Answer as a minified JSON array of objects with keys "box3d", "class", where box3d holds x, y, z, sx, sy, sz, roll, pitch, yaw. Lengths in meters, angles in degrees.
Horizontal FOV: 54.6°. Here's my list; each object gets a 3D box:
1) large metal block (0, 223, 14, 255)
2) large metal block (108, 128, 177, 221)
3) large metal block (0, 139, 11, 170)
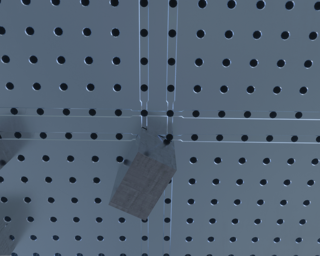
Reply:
[{"box3d":[-0.274,0.186,0.450,0.080,0.080,0.050,-2,110,0],"class":"large metal block"},{"box3d":[-0.021,0.057,0.405,0.050,0.080,0.080,27,108,-9],"class":"large metal block"},{"box3d":[-0.258,0.046,0.399,0.080,0.080,0.050,-15,110,5],"class":"large metal block"}]
